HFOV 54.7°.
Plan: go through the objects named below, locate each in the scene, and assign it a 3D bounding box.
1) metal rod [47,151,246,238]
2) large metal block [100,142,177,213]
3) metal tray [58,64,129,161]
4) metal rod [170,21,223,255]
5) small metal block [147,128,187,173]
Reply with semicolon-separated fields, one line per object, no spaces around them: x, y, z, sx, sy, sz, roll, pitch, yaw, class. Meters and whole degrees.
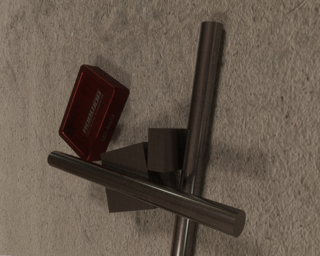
-0.043;0.066;0.373;0.300;0.025;0.025;10;96;39;metal rod
-0.028;0.065;0.410;0.080;0.050;0.080;-17;79;38;large metal block
-0.108;-0.023;0.487;0.090;0.030;0.129;38;113;33;metal tray
0.041;0.028;0.369;0.025;0.025;0.298;12;97;39;metal rod
0.011;0.025;0.378;0.025;0.050;0.050;3;92;40;small metal block
